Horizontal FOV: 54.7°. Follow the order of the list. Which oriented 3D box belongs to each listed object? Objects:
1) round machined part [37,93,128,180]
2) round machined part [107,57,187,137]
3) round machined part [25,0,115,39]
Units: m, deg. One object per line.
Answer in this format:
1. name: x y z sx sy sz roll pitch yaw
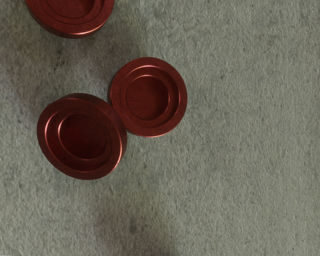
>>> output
1. round machined part: -0.084 0.007 0.352 0.098 0.042 0.097 5 113 11
2. round machined part: -0.018 -0.038 0.394 0.099 0.042 0.097 0 90 -21
3. round machined part: -0.106 -0.153 0.361 0.099 0.042 0.097 0 90 -21
